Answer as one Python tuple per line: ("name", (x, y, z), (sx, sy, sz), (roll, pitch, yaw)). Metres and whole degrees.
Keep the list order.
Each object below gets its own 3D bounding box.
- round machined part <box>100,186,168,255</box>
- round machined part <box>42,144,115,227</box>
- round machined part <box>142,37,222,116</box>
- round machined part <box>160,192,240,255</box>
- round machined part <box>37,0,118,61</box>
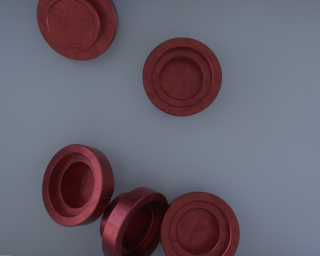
("round machined part", (-0.035, 0.119, 0.384), (0.042, 0.098, 0.097), (17, 90, 35))
("round machined part", (-0.097, 0.071, 0.388), (0.098, 0.042, 0.098), (-7, 75, 28))
("round machined part", (0.027, -0.063, 0.403), (0.099, 0.042, 0.097), (0, 90, 0))
("round machined part", (0.048, 0.131, 0.397), (0.099, 0.042, 0.098), (1, 80, -5))
("round machined part", (-0.104, -0.131, 0.383), (0.099, 0.042, 0.097), (1, 117, 3))
